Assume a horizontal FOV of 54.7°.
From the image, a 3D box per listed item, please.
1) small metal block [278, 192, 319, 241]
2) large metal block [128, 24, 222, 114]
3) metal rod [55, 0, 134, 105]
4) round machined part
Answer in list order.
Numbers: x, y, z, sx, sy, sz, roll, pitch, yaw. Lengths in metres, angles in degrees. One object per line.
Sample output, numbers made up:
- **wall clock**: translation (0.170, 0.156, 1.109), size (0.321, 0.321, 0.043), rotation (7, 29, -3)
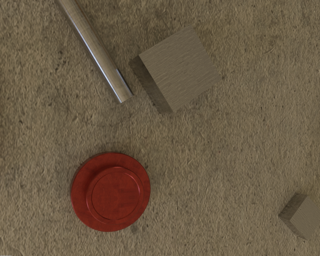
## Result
- **small metal block**: translation (0.225, 0.140, 0.493), size (0.050, 0.025, 0.050), rotation (-47, 105, -14)
- **large metal block**: translation (0.019, -0.074, 0.403), size (0.080, 0.050, 0.080), rotation (-35, 102, -17)
- **metal rod**: translation (-0.117, -0.163, 0.365), size (0.025, 0.025, 0.299), rotation (-33, 101, -17)
- **round machined part**: translation (-0.058, 0.079, 0.379), size (0.099, 0.042, 0.097), rotation (0, 90, -20)
